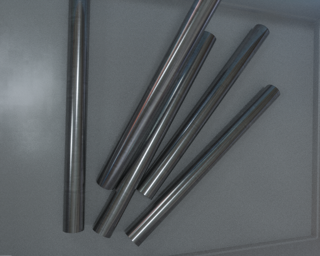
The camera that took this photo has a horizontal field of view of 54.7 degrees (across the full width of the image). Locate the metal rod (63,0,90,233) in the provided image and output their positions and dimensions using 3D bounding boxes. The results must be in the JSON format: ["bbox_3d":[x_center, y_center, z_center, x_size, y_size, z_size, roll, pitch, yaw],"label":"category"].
[{"bbox_3d":[-0.100,-0.027,0.373,0.025,0.025,0.298,2,90,-20],"label":"metal rod"}]

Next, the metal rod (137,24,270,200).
[{"bbox_3d":[0.066,-0.031,0.436,0.025,0.025,0.300,41,77,-16],"label":"metal rod"}]

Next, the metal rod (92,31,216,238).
[{"bbox_3d":[-0.002,0.001,0.410,0.025,0.025,0.299,32,79,-18],"label":"metal rod"}]

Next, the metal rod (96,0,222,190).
[{"bbox_3d":[0.004,-0.055,0.351,0.025,0.025,0.298,25,105,-19],"label":"metal rod"}]

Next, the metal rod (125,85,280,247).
[{"bbox_3d":[0.069,0.043,0.437,0.301,0.025,0.025,-44,104,-15],"label":"metal rod"}]
